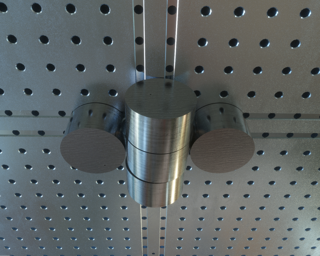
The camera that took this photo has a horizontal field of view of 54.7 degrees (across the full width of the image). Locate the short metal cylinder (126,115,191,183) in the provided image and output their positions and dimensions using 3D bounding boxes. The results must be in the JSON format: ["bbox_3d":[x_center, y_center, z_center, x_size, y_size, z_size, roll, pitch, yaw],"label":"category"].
[{"bbox_3d":[-0.002,0.023,0.394,0.081,0.080,0.050,2,130,-2],"label":"short metal cylinder"}]

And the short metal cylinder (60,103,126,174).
[{"bbox_3d":[-0.084,0.014,0.405,0.081,0.050,0.079,0,130,0],"label":"short metal cylinder"}]

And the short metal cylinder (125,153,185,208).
[{"bbox_3d":[-0.006,0.062,0.427,0.081,0.080,0.050,1,130,-1],"label":"short metal cylinder"}]

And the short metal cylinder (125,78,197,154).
[{"bbox_3d":[0.000,-0.016,0.361,0.081,0.080,0.050,2,130,-2],"label":"short metal cylinder"}]

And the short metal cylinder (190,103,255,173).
[{"bbox_3d":[0.078,0.014,0.408,0.081,0.050,0.079,0,130,0],"label":"short metal cylinder"}]
